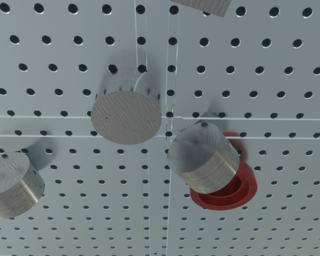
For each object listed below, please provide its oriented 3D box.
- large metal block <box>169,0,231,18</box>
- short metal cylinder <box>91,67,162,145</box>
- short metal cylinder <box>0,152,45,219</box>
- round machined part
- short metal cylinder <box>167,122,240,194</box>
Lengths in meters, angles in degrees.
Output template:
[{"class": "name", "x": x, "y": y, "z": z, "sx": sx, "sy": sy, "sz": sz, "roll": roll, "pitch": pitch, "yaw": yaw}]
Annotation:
[{"class": "large metal block", "x": 0.031, "y": -0.153, "z": 0.265, "sx": 0.081, "sy": 0.050, "sz": 0.079, "roll": 13, "pitch": 129, "yaw": -11}, {"class": "short metal cylinder", "x": -0.038, "y": -0.026, "z": 0.373, "sx": 0.081, "sy": 0.050, "sz": 0.079, "roll": 0, "pitch": 130, "yaw": 0}, {"class": "short metal cylinder", "x": -0.214, "y": 0.080, "z": 0.442, "sx": 0.080, "sy": 0.080, "sz": 0.050, "roll": -8, "pitch": 130, "yaw": 7}, {"class": "round machined part", "x": 0.093, "y": 0.079, "z": 0.469, "sx": 0.099, "sy": 0.042, "sz": 0.097, "roll": 0, "pitch": 130, "yaw": 0}, {"class": "short metal cylinder", "x": 0.056, "y": 0.039, "z": 0.409, "sx": 0.080, "sy": 0.080, "sz": 0.050, "roll": -29, "pitch": 124, "yaw": 22}]
